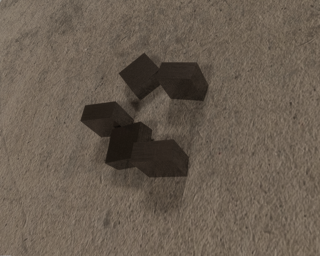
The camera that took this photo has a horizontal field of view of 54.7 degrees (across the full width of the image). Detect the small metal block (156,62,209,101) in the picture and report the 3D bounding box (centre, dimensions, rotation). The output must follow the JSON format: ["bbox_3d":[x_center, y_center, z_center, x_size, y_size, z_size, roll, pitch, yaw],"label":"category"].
[{"bbox_3d":[0.030,-0.061,0.408,0.050,0.050,0.025,7,66,31],"label":"small metal block"}]

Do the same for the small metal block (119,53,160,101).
[{"bbox_3d":[-0.026,-0.077,0.464,0.050,0.025,0.050,-39,51,2],"label":"small metal block"}]

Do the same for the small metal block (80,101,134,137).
[{"bbox_3d":[-0.072,-0.011,0.431,0.050,0.050,0.025,-5,60,25],"label":"small metal block"}]

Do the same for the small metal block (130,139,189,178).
[{"bbox_3d":[0.001,0.037,0.363,0.050,0.050,0.025,-6,60,24],"label":"small metal block"}]

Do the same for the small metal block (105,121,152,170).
[{"bbox_3d":[-0.040,0.024,0.403,0.050,0.025,0.050,-14,55,33],"label":"small metal block"}]
